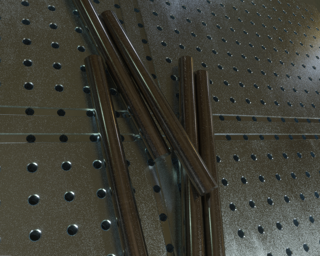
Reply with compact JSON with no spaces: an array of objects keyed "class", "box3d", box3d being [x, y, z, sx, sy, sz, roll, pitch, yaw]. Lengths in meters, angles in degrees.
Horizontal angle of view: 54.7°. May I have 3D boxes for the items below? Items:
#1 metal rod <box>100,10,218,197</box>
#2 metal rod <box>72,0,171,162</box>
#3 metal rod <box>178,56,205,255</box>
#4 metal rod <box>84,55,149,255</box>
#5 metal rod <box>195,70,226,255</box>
[{"class":"metal rod","box3d":[-0.012,-0.048,0.414,0.025,0.025,0.299,-14,64,-34]},{"class":"metal rod","box3d":[-0.064,-0.091,0.429,0.025,0.025,0.299,-16,70,-35]},{"class":"metal rod","box3d":[0.040,0.020,0.418,0.025,0.025,0.299,14,56,-21]},{"class":"metal rod","box3d":[-0.051,0.041,0.356,0.025,0.025,0.299,-2,63,-30]},{"class":"metal rod","box3d":[0.064,0.042,0.418,0.025,0.025,0.299,14,56,-21]}]
